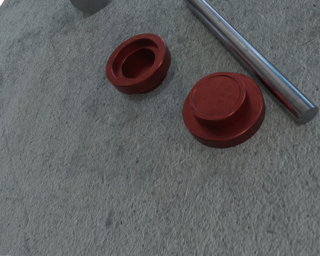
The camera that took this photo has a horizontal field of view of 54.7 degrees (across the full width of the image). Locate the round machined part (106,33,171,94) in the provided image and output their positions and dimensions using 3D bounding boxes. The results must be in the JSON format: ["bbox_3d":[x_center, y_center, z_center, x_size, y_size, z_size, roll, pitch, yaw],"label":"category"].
[{"bbox_3d":[-0.028,-0.090,0.463,0.098,0.042,0.098,-13,56,21],"label":"round machined part"}]

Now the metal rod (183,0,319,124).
[{"bbox_3d":[0.102,-0.117,0.421,0.025,0.025,0.300,-33,51,7],"label":"metal rod"}]

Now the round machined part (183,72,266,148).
[{"bbox_3d":[0.073,-0.028,0.372,0.098,0.042,0.098,-13,56,21],"label":"round machined part"}]

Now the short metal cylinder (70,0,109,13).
[{"bbox_3d":[-0.143,-0.279,0.615,0.080,0.080,0.050,-28,52,11],"label":"short metal cylinder"}]
